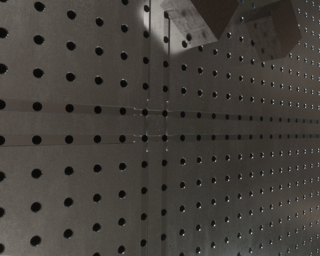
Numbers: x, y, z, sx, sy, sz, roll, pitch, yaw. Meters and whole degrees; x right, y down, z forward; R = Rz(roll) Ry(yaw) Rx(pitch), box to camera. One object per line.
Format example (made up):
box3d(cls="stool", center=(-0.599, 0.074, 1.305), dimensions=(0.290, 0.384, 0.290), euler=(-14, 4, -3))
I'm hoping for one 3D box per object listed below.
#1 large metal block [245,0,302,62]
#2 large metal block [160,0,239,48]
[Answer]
box3d(cls="large metal block", center=(0.213, -0.181, 0.574), dimensions=(0.080, 0.050, 0.080), euler=(-45, 117, -31))
box3d(cls="large metal block", center=(0.059, -0.177, 0.444), dimensions=(0.080, 0.050, 0.080), euler=(45, 63, -31))
